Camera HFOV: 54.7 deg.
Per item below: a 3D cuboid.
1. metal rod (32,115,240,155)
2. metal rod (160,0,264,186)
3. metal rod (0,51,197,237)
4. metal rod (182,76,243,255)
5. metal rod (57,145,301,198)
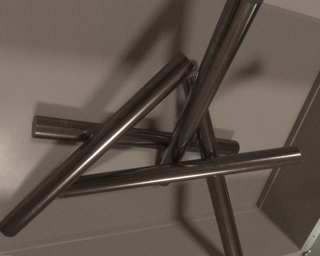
[{"bbox_3d":[-0.009,0.015,0.414,0.302,0.025,0.025,8,115,-32],"label":"metal rod"},{"bbox_3d":[0.035,-0.011,0.345,0.025,0.025,0.298,-12,148,-22],"label":"metal rod"},{"bbox_3d":[-0.079,0.027,0.351,0.300,0.025,0.025,-42,131,13],"label":"metal rod"},{"bbox_3d":[0.078,0.076,0.426,0.025,0.025,0.298,-19,103,-18],"label":"metal rod"},{"bbox_3d":[0.024,0.055,0.392,0.302,0.025,0.025,-8,125,-1],"label":"metal rod"}]
